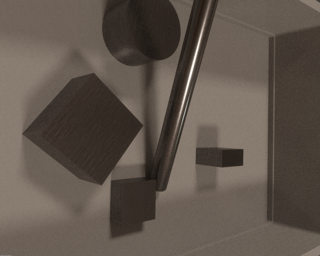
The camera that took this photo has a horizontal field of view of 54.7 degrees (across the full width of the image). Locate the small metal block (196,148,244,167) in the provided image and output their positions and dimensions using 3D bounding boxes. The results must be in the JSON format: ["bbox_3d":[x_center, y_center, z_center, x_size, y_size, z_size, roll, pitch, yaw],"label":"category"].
[{"bbox_3d":[0.090,0.043,0.469,0.050,0.050,0.025,2,89,-40],"label":"small metal block"}]

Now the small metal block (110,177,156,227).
[{"bbox_3d":[-0.033,0.089,0.381,0.050,0.025,0.050,2,89,-40],"label":"small metal block"}]

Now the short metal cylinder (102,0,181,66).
[{"bbox_3d":[-0.022,-0.118,0.374,0.081,0.050,0.079,0,90,-40],"label":"short metal cylinder"}]

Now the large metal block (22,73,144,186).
[{"bbox_3d":[-0.078,0.002,0.326,0.080,0.050,0.080,48,61,-30],"label":"large metal block"}]

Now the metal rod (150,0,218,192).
[{"bbox_3d":[0.030,-0.058,0.353,0.025,0.025,0.298,-6,119,-40],"label":"metal rod"}]
